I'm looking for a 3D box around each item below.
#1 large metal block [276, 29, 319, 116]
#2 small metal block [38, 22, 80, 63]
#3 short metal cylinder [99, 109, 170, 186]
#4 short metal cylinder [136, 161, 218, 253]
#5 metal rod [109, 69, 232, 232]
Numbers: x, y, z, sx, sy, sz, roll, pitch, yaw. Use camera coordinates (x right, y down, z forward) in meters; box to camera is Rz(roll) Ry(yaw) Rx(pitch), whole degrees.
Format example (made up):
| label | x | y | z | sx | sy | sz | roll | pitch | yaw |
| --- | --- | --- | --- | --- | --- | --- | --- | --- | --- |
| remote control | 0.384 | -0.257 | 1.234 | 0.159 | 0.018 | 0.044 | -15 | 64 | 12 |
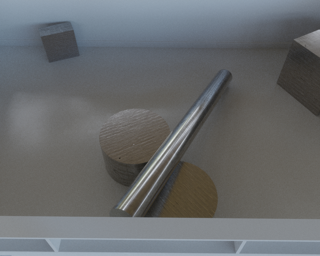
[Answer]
| label | x | y | z | sx | sy | sz | roll | pitch | yaw |
| --- | --- | --- | --- | --- | --- | --- | --- | --- | --- |
| large metal block | 0.223 | -0.078 | 0.438 | 0.050 | 0.080 | 0.080 | -24 | 54 | -19 |
| small metal block | -0.163 | -0.139 | 0.504 | 0.050 | 0.050 | 0.025 | -17 | 53 | -14 |
| short metal cylinder | -0.028 | 0.023 | 0.369 | 0.081 | 0.050 | 0.080 | 0 | 50 | 0 |
| short metal cylinder | 0.016 | 0.081 | 0.321 | 0.081 | 0.050 | 0.080 | 0 | 50 | 0 |
| metal rod | 0.034 | -0.002 | 0.360 | 0.025 | 0.025 | 0.301 | 21 | 38 | 16 |
